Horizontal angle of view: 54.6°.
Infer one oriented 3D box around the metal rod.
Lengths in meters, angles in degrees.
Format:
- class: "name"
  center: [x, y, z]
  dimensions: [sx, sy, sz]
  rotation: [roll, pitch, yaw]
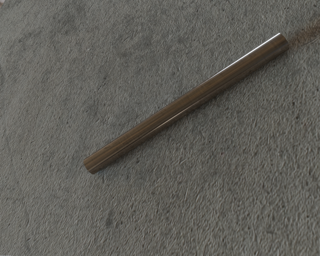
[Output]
- class: "metal rod"
  center: [0.029, -0.028, 0.406]
  dimensions: [0.300, 0.025, 0.025]
  rotation: [-33, 51, 6]
